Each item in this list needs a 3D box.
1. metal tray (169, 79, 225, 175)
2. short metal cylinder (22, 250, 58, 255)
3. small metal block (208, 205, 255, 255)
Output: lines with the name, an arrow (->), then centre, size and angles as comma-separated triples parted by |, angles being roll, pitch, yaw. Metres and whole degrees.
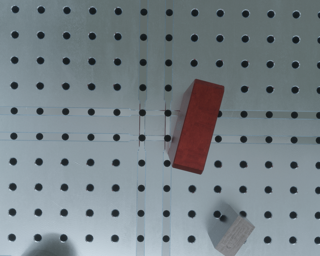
metal tray -> 0.037, -0.002, 0.361 | 0.030, 0.130, 0.089 | 15, 90, 0
short metal cylinder -> -0.165, 0.207, 0.399 | 0.081, 0.050, 0.079 | 0, 90, -1
small metal block -> 0.091, 0.134, 0.402 | 0.025, 0.050, 0.050 | 36, 90, -1
